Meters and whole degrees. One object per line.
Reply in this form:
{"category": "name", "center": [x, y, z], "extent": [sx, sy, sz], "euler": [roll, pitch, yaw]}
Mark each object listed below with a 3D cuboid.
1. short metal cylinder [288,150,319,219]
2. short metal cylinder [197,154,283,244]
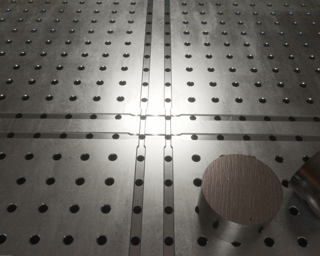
{"category": "short metal cylinder", "center": [0.186, 0.056, 0.328], "extent": [0.081, 0.080, 0.050], "euler": [-24, 54, -19]}
{"category": "short metal cylinder", "center": [0.082, 0.075, 0.330], "extent": [0.081, 0.050, 0.080], "euler": [0, 50, 0]}
